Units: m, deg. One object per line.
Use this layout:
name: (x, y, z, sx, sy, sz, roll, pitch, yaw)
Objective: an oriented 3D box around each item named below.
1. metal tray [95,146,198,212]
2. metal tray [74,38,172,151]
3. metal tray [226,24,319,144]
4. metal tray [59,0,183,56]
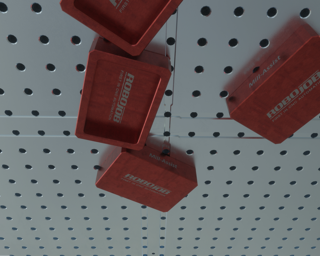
metal tray: (-0.020, 0.076, 0.473, 0.131, 0.030, 0.090, 26, 125, -21)
metal tray: (-0.048, -0.034, 0.378, 0.091, 0.030, 0.129, 13, 129, -11)
metal tray: (0.157, -0.045, 0.372, 0.090, 0.030, 0.129, 28, 125, -22)
metal tray: (-0.021, -0.142, 0.287, 0.090, 0.030, 0.129, 30, 124, -24)
